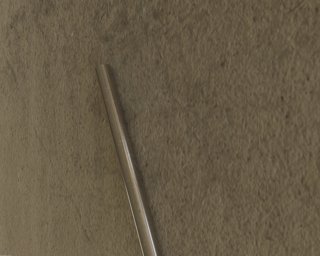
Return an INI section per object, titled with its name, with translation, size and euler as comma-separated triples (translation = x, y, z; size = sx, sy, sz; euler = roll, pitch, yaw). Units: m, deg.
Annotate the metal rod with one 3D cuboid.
[metal rod]
translation = -0.046, 0.048, 0.440
size = 0.025, 0.025, 0.299
euler = -26, 74, 36
